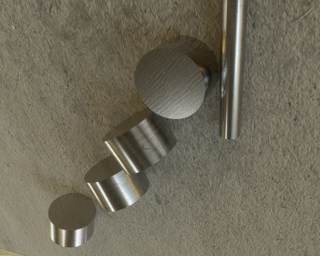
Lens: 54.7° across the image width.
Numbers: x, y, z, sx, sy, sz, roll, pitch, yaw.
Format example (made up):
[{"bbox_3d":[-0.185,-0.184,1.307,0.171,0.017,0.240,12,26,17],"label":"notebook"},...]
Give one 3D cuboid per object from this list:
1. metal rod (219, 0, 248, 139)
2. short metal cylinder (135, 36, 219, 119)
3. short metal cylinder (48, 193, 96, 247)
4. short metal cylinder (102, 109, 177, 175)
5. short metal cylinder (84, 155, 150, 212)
[{"bbox_3d":[0.071,-0.122,0.293,0.025,0.025,0.298,9,123,23],"label":"metal rod"},{"bbox_3d":[0.019,-0.057,0.345,0.080,0.050,0.079,13,124,21],"label":"short metal cylinder"},{"bbox_3d":[-0.157,0.164,0.556,0.080,0.080,0.050,24,127,14],"label":"short metal cylinder"},{"bbox_3d":[-0.026,0.014,0.394,0.080,0.080,0.050,-22,107,36],"label":"short metal cylinder"},{"bbox_3d":[-0.062,0.075,0.451,0.080,0.080,0.050,-13,112,33],"label":"short metal cylinder"}]
